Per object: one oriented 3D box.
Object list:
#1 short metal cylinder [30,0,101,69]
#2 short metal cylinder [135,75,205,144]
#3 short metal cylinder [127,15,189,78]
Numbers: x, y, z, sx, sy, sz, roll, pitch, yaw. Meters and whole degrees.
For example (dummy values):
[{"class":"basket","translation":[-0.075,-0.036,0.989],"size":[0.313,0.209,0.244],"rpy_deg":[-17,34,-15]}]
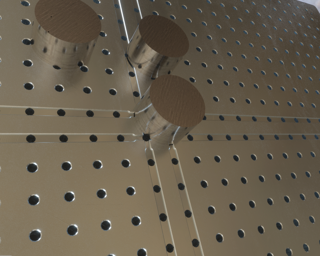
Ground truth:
[{"class":"short metal cylinder","translation":[-0.123,-0.125,0.403],"size":[0.081,0.050,0.080],"rpy_deg":[14,56,-21]},{"class":"short metal cylinder","translation":[0.013,-0.024,0.416],"size":[0.081,0.050,0.080],"rpy_deg":[14,56,-21]},{"class":"short metal cylinder","translation":[-0.004,-0.122,0.466],"size":[0.081,0.050,0.080],"rpy_deg":[14,56,-21]}]
